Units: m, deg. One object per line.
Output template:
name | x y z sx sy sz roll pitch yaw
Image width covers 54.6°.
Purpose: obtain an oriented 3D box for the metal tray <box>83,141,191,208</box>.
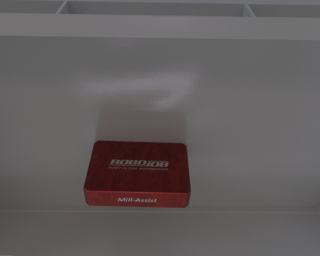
metal tray | -0.028 0.060 0.416 0.131 0.090 0.030 2 130 -2
